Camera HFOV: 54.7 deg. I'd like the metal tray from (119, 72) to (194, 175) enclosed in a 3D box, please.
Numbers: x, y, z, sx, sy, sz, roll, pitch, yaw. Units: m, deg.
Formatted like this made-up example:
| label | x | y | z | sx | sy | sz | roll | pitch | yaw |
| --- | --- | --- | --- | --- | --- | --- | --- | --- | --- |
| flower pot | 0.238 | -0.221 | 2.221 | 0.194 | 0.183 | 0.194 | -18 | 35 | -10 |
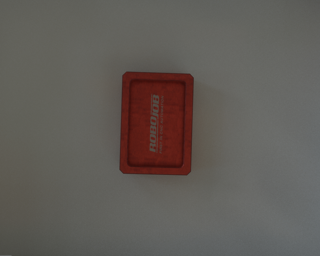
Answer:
| label | x | y | z | sx | sy | sz | roll | pitch | yaw |
| --- | --- | --- | --- | --- | --- | --- | --- | --- | --- |
| metal tray | -0.004 | -0.006 | 0.406 | 0.091 | 0.030 | 0.129 | 2 | 90 | -1 |
